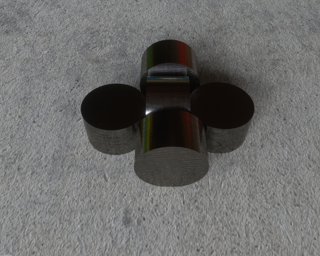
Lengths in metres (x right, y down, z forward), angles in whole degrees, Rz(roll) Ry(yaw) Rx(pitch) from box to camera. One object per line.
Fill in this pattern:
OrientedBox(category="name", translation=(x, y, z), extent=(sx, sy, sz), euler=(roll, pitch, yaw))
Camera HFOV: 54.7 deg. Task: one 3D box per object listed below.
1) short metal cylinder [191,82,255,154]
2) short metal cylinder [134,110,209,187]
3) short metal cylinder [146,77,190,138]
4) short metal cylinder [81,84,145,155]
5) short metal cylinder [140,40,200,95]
OrientedBox(category="short metal cylinder", translation=(0.075, -0.014, 0.400), extent=(0.080, 0.050, 0.080), euler=(0, 50, 0))
OrientedBox(category="short metal cylinder", translation=(0.012, 0.025, 0.349), extent=(0.081, 0.080, 0.050), euler=(0, 50, 0))
OrientedBox(category="short metal cylinder", translation=(0.010, -0.025, 0.390), extent=(0.050, 0.080, 0.080), euler=(0, 50, 0))
OrientedBox(category="short metal cylinder", translation=(-0.056, -0.012, 0.398), extent=(0.081, 0.050, 0.080), euler=(1, 50, -1))
OrientedBox(category="short metal cylinder", translation=(0.013, -0.075, 0.433), extent=(0.081, 0.080, 0.050), euler=(0, 50, 0))
